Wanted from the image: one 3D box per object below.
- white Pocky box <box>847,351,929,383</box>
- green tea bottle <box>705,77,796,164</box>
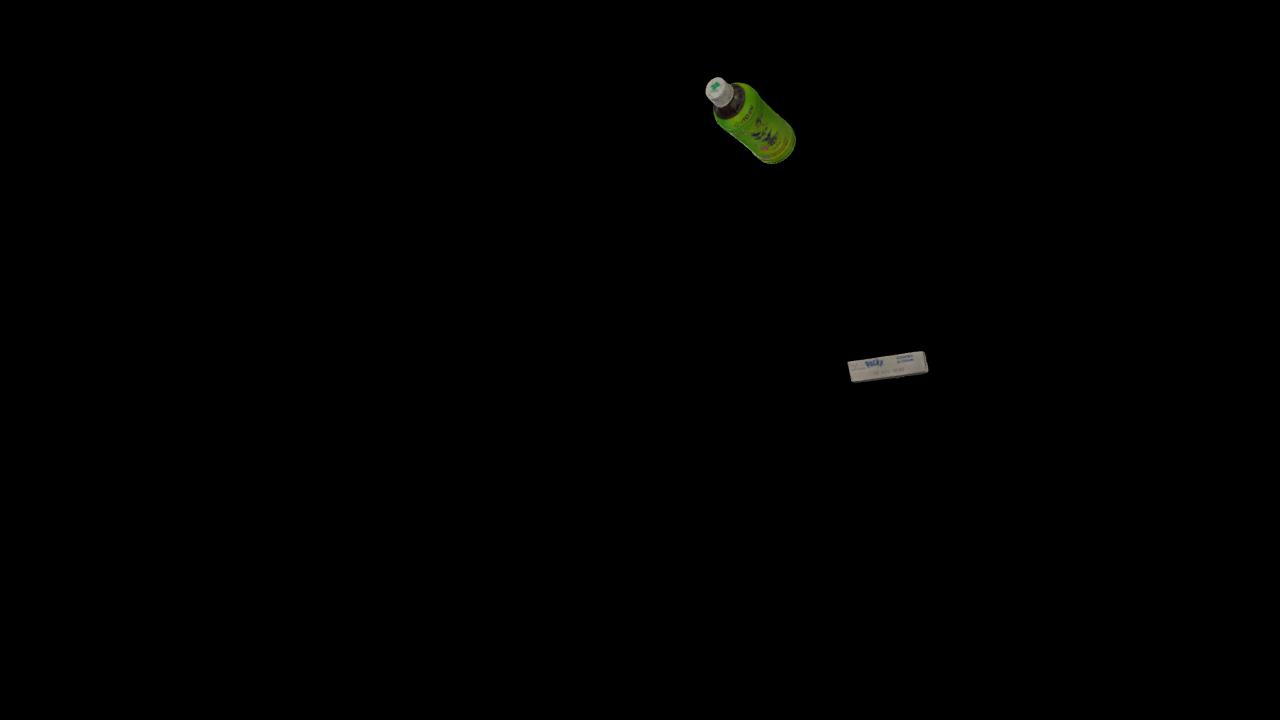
[{"bbox_3d":[0.305,0.009,0.756,0.084,0.028,0.154,-11,-5,22],"label":"white Pocky box"},{"bbox_3d":[0.161,-0.358,0.916,0.073,0.073,0.212,0,-3,37],"label":"green tea bottle"}]
